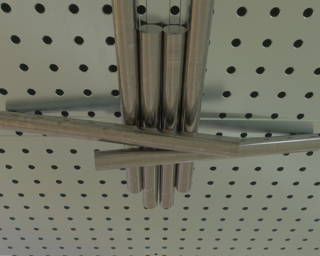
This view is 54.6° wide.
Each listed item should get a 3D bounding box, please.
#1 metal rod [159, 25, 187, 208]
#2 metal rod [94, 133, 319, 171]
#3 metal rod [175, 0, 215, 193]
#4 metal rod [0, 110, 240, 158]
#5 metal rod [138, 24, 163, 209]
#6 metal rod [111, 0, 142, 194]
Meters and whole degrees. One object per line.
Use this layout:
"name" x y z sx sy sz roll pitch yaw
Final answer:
"metal rod" 0.013 0.010 0.422 0.025 0.025 0.298 1 130 -1
"metal rod" 0.068 0.030 0.411 0.302 0.025 0.025 -4 131 -8
"metal rod" 0.039 -0.021 0.392 0.025 0.025 0.298 1 130 -1
"metal rod" -0.056 0.007 0.386 0.301 0.025 0.025 7 131 6
"metal rod" -0.013 0.011 0.419 0.025 0.025 0.298 1 130 -1
"metal rod" -0.037 -0.020 0.393 0.025 0.025 0.298 1 130 -1
